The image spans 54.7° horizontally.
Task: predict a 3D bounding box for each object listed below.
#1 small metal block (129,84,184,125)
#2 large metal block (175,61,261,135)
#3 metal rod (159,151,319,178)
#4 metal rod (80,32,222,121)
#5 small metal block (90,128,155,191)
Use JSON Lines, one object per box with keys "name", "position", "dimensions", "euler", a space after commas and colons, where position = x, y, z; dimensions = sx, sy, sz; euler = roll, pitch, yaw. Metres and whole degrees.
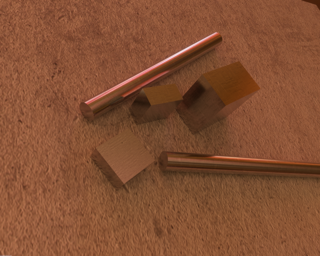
{"name": "small metal block", "position": [-0.006, -0.031, 0.405], "dimensions": [0.050, 0.050, 0.025], "euler": [-13, 69, -34]}
{"name": "large metal block", "position": [0.079, -0.043, 0.439], "dimensions": [0.081, 0.080, 0.050], "euler": [-25, 76, -37]}
{"name": "metal rod", "position": [0.140, 0.056, 0.447], "dimensions": [0.302, 0.025, 0.025], "euler": [6, 59, -25]}
{"name": "metal rod", "position": [0.007, -0.090, 0.463], "dimensions": [0.025, 0.025, 0.302], "euler": [49, 51, 6]}
{"name": "small metal block", "position": [-0.043, 0.036, 0.360], "dimensions": [0.050, 0.025, 0.050], "euler": [-34, 81, -38]}
